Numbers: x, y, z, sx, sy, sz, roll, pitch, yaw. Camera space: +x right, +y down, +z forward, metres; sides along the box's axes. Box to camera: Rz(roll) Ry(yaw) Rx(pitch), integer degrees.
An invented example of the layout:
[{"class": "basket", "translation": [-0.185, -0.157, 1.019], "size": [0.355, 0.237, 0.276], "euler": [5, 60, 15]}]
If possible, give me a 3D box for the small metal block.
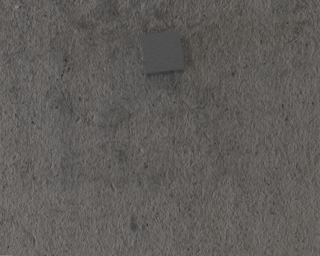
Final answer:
[{"class": "small metal block", "translation": [0.003, -0.098, 0.410], "size": [0.050, 0.025, 0.050], "euler": [-7, 90, 0]}]
